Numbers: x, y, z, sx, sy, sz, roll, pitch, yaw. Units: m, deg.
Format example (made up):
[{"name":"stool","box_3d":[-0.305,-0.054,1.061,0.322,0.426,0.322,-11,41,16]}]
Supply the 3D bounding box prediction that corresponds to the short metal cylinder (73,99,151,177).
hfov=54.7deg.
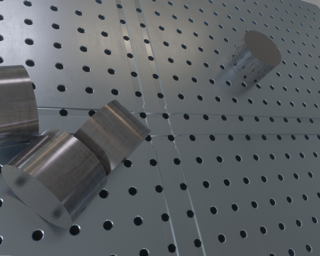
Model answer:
[{"name":"short metal cylinder","box_3d":[-0.055,0.015,0.334,0.050,0.080,0.080,43,51,1]}]

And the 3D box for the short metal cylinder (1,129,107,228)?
[{"name":"short metal cylinder","box_3d":[-0.098,0.047,0.291,0.080,0.080,0.050,40,51,-1]}]

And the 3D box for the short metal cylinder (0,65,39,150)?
[{"name":"short metal cylinder","box_3d":[-0.156,-0.020,0.301,0.050,0.080,0.080,-12,68,-33]}]

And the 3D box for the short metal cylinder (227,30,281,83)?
[{"name":"short metal cylinder","box_3d":[0.171,-0.129,0.562,0.081,0.050,0.080,14,56,-21]}]
